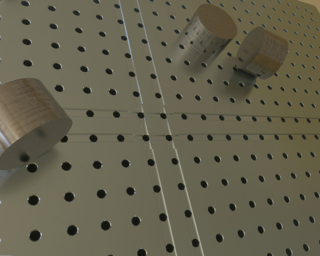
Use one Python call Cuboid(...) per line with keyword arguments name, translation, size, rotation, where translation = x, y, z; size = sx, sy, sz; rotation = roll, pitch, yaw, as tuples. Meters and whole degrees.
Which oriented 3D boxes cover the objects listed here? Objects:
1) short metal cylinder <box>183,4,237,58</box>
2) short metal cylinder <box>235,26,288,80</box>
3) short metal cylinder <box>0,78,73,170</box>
Cuboid(name="short metal cylinder", translation=(0.088, -0.171, 0.546), size=(0.081, 0.050, 0.080), rotation=(14, 56, -21))
Cuboid(name="short metal cylinder", translation=(0.180, -0.133, 0.554), size=(0.050, 0.080, 0.080), rotation=(21, 54, -16))
Cuboid(name="short metal cylinder", translation=(-0.135, -0.003, 0.303), size=(0.081, 0.080, 0.050), rotation=(-34, 81, -38))
